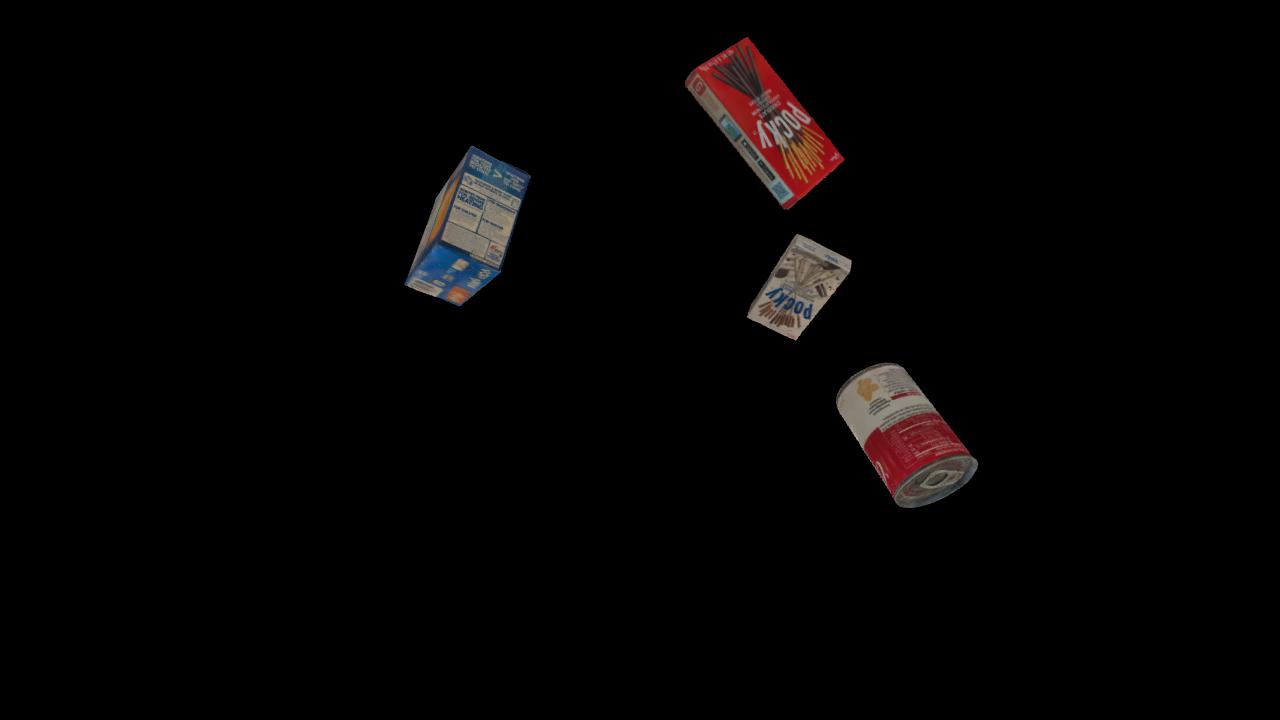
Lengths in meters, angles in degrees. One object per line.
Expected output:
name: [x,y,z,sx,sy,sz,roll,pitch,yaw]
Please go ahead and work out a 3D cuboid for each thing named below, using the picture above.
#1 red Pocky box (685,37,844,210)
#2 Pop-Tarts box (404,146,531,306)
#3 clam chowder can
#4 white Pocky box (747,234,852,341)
red Pocky box: [0.121,-0.227,0.588,0.083,0.155,0.028,-42,4,-27]
Pop-Tarts box: [-0.225,-0.165,0.793,0.083,0.141,0.167,22,-22,-28]
clam chowder can: [0.214,0.060,0.505,0.068,0.102,0.068,-11,-42,-10]
white Pocky box: [0.217,-0.097,0.854,0.084,0.028,0.154,26,-39,0]
